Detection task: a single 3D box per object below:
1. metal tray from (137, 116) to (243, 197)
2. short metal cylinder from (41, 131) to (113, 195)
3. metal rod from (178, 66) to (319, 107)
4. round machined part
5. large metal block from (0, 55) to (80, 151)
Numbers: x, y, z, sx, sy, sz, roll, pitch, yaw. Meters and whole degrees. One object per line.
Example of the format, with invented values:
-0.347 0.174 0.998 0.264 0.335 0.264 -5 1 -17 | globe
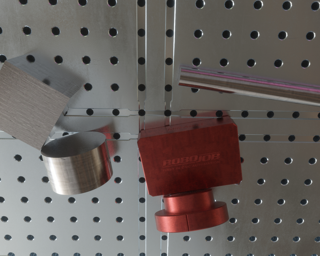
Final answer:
0.042 0.040 0.426 0.131 0.030 0.089 -9 110 3 | metal tray
-0.105 0.043 0.398 0.080 0.080 0.050 -7 110 2 | short metal cylinder
0.174 -0.044 0.399 0.302 0.025 0.025 8 110 -4 | metal rod
0.041 0.109 0.422 0.099 0.098 0.042 -9 82 3 | round machined part
-0.160 -0.032 0.386 0.080 0.050 0.080 31 107 -11 | large metal block
